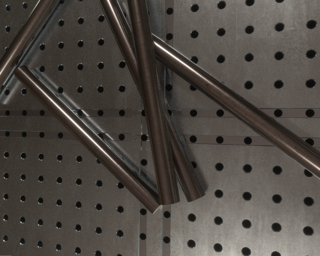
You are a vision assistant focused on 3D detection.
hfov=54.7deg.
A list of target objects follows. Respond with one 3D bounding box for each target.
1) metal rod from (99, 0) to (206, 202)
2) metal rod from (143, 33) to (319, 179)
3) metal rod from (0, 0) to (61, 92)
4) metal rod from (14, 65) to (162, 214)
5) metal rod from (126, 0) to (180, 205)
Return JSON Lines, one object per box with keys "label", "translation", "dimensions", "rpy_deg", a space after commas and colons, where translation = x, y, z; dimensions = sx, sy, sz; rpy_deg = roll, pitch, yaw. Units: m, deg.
{"label": "metal rod", "translation": [-0.013, -0.045, 0.416], "dimensions": [0.025, 0.025, 0.299], "rpy_deg": [-27, 82, 18]}
{"label": "metal rod", "translation": [0.089, -0.031, 0.380], "dimensions": [0.300, 0.025, 0.025], "rpy_deg": [39, 102, 15]}
{"label": "metal rod", "translation": [-0.194, -0.162, 0.479], "dimensions": [0.025, 0.025, 0.299], "rpy_deg": [43, 103, 14]}
{"label": "metal rod", "translation": [-0.109, 0.009, 0.449], "dimensions": [0.300, 0.025, 0.025], "rpy_deg": [42, 103, 14]}
{"label": "metal rod", "translation": [-0.012, -0.056, 0.388], "dimensions": [0.025, 0.025, 0.298], "rpy_deg": [-11, 86, 19]}
